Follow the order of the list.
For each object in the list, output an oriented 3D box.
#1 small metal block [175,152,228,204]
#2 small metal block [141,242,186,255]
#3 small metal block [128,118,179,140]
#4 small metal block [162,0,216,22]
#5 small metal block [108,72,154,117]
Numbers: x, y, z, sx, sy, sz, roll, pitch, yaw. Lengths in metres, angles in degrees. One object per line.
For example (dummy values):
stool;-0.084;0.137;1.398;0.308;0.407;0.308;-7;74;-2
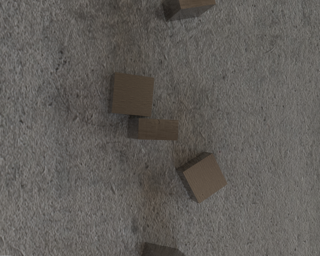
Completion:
small metal block;0.058;0.068;0.430;0.050;0.025;0.050;-30;100;-18
small metal block;0.008;0.173;0.399;0.050;0.050;0.025;19;84;-19
small metal block;-0.010;0.002;0.392;0.050;0.050;0.025;2;90;-20
small metal block;0.037;-0.164;0.409;0.050;0.050;0.025;-16;96;-19
small metal block;-0.037;-0.041;0.395;0.050;0.025;0.050;5;88;-20
